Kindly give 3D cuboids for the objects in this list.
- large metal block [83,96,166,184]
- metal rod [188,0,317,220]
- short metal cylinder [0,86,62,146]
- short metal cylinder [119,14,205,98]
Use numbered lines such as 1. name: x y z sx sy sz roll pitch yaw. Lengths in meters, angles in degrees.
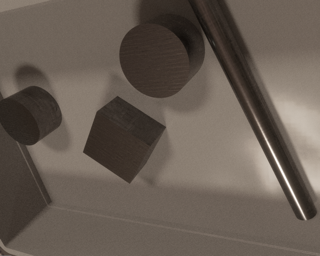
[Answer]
1. large metal block: -0.050 0.017 0.428 0.080 0.050 0.079 33 129 6
2. metal rod: 0.105 -0.020 0.340 0.025 0.025 0.299 -20 108 35
3. short metal cylinder: -0.203 -0.020 0.485 0.080 0.050 0.079 13 124 20
4. short metal cylinder: 0.003 -0.079 0.341 0.080 0.050 0.079 13 124 20
